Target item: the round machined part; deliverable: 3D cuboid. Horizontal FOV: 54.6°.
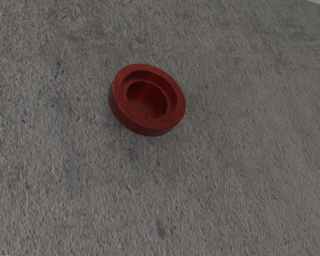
[{"bbox_3d":[-0.020,-0.032,0.401,0.099,0.042,0.098,13,56,-21],"label":"round machined part"}]
